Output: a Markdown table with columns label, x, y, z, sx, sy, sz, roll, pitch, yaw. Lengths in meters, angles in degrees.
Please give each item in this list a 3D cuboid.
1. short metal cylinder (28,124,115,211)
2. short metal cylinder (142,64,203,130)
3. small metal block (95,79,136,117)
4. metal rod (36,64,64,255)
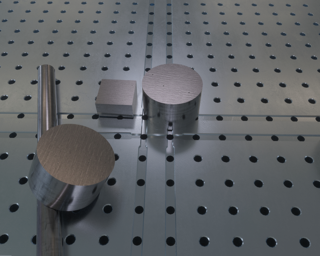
| label | x | y | z | sx | sy | sz | roll | pitch | yaw |
| --- | --- | --- | --- | --- | --- | --- | --- | --- | --- |
| short metal cylinder | -0.096 | 0.042 | 0.336 | 0.081 | 0.050 | 0.080 | 19 | 40 | -17 |
| short metal cylinder | 0.016 | -0.044 | 0.429 | 0.081 | 0.050 | 0.080 | 0 | 50 | 0 |
| small metal block | -0.061 | -0.043 | 0.443 | 0.050 | 0.025 | 0.050 | 3 | 50 | 2 |
| metal rod | -0.140 | 0.023 | 0.387 | 0.025 | 0.025 | 0.300 | -11 | 51 | -9 |
